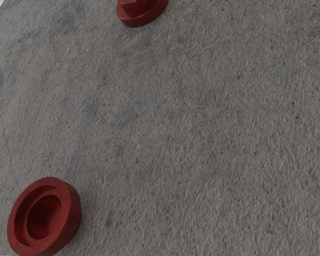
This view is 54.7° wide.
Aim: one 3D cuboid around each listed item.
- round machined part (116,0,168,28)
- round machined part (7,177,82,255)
[{"bbox_3d":[-0.037,-0.231,0.555,0.098,0.042,0.098,-13,56,21],"label":"round machined part"},{"bbox_3d":[-0.141,0.115,0.397,0.098,0.042,0.098,-13,56,21],"label":"round machined part"}]
